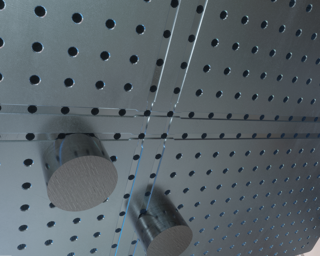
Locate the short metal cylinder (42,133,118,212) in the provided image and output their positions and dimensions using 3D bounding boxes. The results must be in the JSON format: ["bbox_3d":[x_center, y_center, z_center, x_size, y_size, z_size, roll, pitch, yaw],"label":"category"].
[{"bbox_3d":[-0.098,0.053,0.375,0.081,0.050,0.079,-14,124,-21],"label":"short metal cylinder"}]

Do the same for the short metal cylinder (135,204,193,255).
[{"bbox_3d":[0.006,0.171,0.504,0.081,0.050,0.079,-14,124,-21],"label":"short metal cylinder"}]
